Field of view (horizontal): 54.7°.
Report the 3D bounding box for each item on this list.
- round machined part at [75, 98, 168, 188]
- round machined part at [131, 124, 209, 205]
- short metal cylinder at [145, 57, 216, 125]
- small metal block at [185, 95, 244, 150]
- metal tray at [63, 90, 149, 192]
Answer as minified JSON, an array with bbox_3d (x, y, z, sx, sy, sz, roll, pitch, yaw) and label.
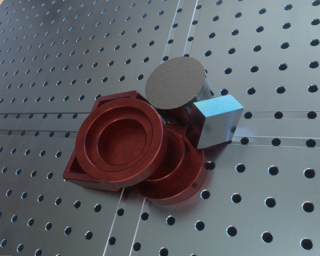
[{"bbox_3d":[-0.039,0.019,0.344,0.098,0.042,0.098,-6,62,13],"label":"round machined part"},{"bbox_3d":[0.005,0.038,0.369,0.098,0.042,0.098,-13,56,20],"label":"round machined part"},{"bbox_3d":[0.028,-0.046,0.404,0.080,0.050,0.080,-13,56,20],"label":"short metal cylinder"},{"bbox_3d":[0.061,-0.006,0.351,0.050,0.050,0.025,-14,47,-24],"label":"small metal block"},{"bbox_3d":[-0.071,0.015,0.417,0.090,0.030,0.130,-4,59,43],"label":"metal tray"}]
